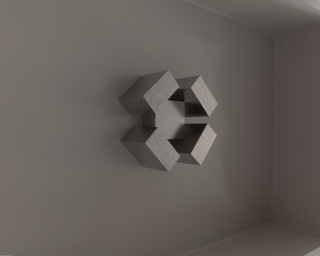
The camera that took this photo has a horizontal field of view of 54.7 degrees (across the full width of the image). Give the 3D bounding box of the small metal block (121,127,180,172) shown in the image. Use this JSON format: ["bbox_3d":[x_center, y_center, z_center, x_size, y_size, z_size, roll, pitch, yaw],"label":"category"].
[{"bbox_3d":[-0.012,0.025,0.378,0.025,0.050,0.050,-52,120,-26],"label":"small metal block"}]

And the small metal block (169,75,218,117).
[{"bbox_3d":[0.042,-0.042,0.422,0.025,0.050,0.050,-53,122,-28],"label":"small metal block"}]

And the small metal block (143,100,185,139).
[{"bbox_3d":[0.006,-0.011,0.408,0.050,0.025,0.050,1,90,-40],"label":"small metal block"}]

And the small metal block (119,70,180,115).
[{"bbox_3d":[-0.013,-0.043,0.376,0.050,0.050,0.025,-49,119,-28],"label":"small metal block"}]

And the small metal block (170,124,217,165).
[{"bbox_3d":[0.041,0.021,0.422,0.025,0.050,0.050,49,60,-30],"label":"small metal block"}]
